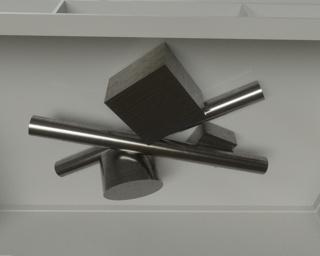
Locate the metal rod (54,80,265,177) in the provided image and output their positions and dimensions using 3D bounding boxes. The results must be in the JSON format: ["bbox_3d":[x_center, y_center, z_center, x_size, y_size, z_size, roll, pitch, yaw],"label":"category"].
[{"bbox_3d":[-0.013,0.008,0.413,0.300,0.025,0.025,-22,127,17],"label":"metal rod"}]

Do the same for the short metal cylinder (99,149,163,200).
[{"bbox_3d":[-0.040,0.062,0.425,0.081,0.050,0.080,-10,153,-5],"label":"short metal cylinder"}]

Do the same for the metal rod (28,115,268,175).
[{"bbox_3d":[-0.007,0.024,0.394,0.302,0.025,0.025,10,129,-9],"label":"metal rod"}]

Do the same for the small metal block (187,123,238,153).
[{"bbox_3d":[0.069,0.023,0.425,0.050,0.025,0.050,21,127,-17],"label":"small metal block"}]

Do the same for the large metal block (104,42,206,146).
[{"bbox_3d":[-0.004,-0.037,0.359,0.080,0.050,0.080,-29,125,22],"label":"large metal block"}]
